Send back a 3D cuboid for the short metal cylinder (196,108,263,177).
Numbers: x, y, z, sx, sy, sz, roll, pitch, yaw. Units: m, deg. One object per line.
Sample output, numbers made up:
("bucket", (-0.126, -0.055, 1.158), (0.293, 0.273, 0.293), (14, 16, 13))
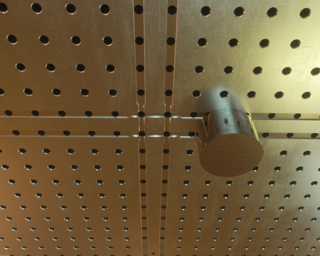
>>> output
("short metal cylinder", (0.091, 0.020, 0.414), (0.081, 0.050, 0.079), (0, 130, 0))
